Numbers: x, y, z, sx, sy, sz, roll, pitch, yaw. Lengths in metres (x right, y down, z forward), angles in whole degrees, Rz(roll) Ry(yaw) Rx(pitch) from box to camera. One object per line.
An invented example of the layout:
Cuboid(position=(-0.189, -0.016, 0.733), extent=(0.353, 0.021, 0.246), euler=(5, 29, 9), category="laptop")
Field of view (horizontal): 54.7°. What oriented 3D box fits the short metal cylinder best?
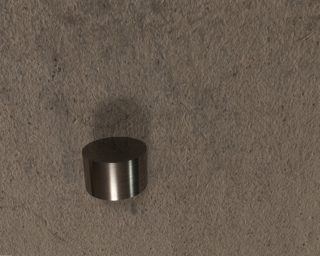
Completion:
Cuboid(position=(-0.057, 0.049, 0.398), extent=(0.081, 0.080, 0.050), euler=(0, 110, 0), category="short metal cylinder")
